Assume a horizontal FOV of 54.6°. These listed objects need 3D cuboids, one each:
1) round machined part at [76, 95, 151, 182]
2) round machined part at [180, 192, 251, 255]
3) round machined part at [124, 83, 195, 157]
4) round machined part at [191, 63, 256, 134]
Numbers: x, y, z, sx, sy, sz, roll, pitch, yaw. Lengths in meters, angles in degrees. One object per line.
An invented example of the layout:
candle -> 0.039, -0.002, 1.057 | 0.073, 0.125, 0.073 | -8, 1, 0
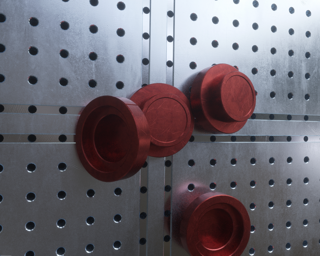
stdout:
round machined part -> -0.050, 0.012, 0.365 | 0.042, 0.098, 0.097 | 0, 90, -56
round machined part -> 0.072, 0.137, 0.430 | 0.099, 0.042, 0.097 | 0, 90, -20
round machined part -> 0.001, -0.010, 0.404 | 0.099, 0.042, 0.097 | 0, 90, -20
round machined part -> 0.093, -0.041, 0.426 | 0.099, 0.042, 0.098 | 3, 85, -33
